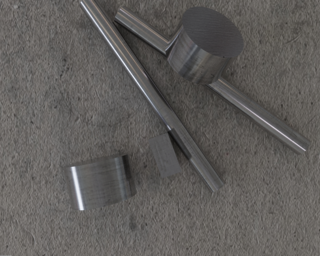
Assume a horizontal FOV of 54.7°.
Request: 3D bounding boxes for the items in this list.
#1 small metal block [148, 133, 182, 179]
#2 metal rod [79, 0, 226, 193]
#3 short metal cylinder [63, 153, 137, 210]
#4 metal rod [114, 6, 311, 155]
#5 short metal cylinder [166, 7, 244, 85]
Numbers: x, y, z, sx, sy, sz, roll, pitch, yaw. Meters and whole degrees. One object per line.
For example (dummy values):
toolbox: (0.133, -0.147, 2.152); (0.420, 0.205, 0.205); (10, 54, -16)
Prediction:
small metal block: (0.006, 0.033, 0.398); (0.025, 0.050, 0.050); (-20, 90, 0)
metal rod: (-0.010, -0.044, 0.409); (0.025, 0.025, 0.299); (-35, 90, 0)
short metal cylinder: (-0.073, 0.064, 0.382); (0.080, 0.080, 0.050); (-11, 90, 0)
metal rod: (0.069, -0.062, 0.410); (0.301, 0.025, 0.025); (36, 90, 0)
short metal cylinder: (0.054, -0.100, 0.379); (0.081, 0.050, 0.080); (12, 57, -18)
